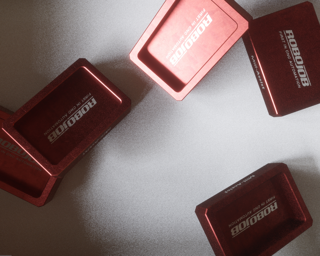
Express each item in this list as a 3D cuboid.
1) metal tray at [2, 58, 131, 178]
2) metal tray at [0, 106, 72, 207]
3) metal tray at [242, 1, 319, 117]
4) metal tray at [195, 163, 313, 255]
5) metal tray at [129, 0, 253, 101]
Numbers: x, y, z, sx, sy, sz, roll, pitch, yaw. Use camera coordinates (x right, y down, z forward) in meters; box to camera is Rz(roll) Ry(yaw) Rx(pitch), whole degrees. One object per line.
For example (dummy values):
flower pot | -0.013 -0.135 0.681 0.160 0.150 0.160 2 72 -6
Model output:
metal tray | -0.111 -0.014 0.386 0.090 0.030 0.130 43 73 5
metal tray | -0.188 0.034 0.407 0.130 0.030 0.090 27 90 0
metal tray | 0.172 -0.089 0.410 0.090 0.030 0.129 -19 90 0
metal tray | 0.120 0.110 0.388 0.131 0.030 0.090 -25 90 -20
metal tray | 0.033 -0.106 0.372 0.090 0.030 0.129 42 126 -2
